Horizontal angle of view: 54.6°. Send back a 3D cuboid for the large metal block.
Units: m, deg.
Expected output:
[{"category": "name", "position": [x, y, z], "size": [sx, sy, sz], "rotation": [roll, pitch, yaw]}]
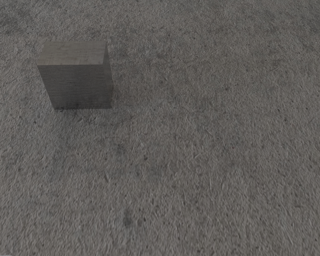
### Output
[{"category": "large metal block", "position": [-0.111, -0.071, 0.427], "size": [0.080, 0.080, 0.050], "rotation": [-1, 50, -1]}]
